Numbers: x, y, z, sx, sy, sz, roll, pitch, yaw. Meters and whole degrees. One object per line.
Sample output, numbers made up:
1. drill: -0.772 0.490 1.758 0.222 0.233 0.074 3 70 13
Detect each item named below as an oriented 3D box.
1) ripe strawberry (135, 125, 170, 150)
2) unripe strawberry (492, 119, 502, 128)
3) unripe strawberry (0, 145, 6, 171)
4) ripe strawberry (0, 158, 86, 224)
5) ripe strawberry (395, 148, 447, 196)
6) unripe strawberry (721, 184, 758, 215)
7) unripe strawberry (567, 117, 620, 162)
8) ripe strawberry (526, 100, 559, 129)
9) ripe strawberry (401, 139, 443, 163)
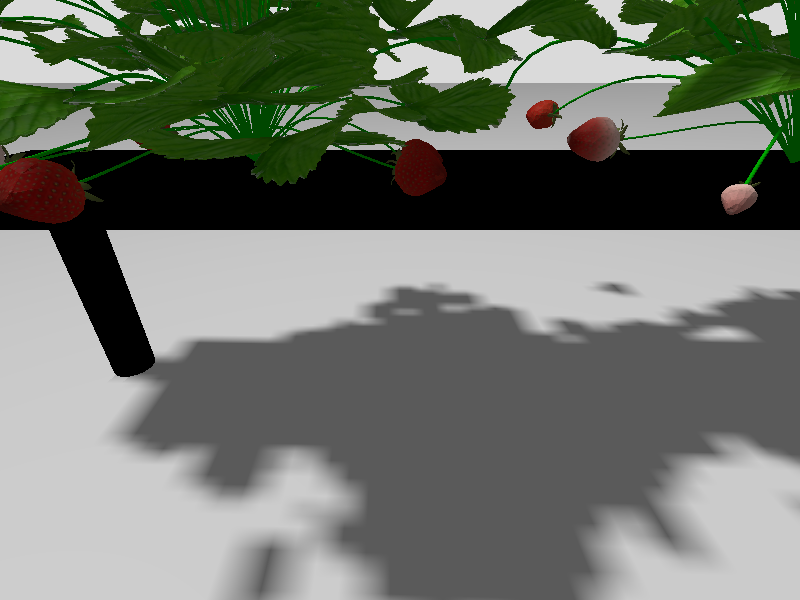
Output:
1. ripe strawberry: -0.239 -0.163 0.379 0.038 0.040 0.035 13 32 23
2. unripe strawberry: 0.086 -0.160 0.359 0.011 0.011 0.010 5 30 8
3. unripe strawberry: -0.255 -0.081 0.242 0.032 0.033 0.029 -21 36 -31
4. ripe strawberry: -0.174 -0.051 0.191 0.035 0.032 0.032 10 32 16
5. ripe strawberry: 0.013 -0.075 0.237 0.028 0.028 0.031 22 37 33
6. unripe strawberry: 0.180 -0.053 0.214 0.015 0.016 0.016 29 -13 40
7. unripe strawberry: 0.160 -0.133 0.332 0.039 0.033 0.039 0 30 2
8. ripe strawberry: 0.181 -0.238 0.514 0.039 0.033 0.039 -19 30 -30
9. ripe strawberry: 0.014 -0.092 0.266 0.027 0.028 0.025 16 34 24
